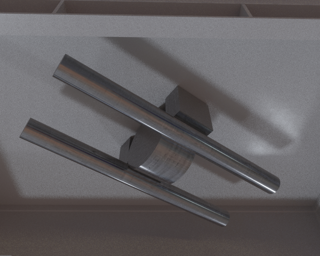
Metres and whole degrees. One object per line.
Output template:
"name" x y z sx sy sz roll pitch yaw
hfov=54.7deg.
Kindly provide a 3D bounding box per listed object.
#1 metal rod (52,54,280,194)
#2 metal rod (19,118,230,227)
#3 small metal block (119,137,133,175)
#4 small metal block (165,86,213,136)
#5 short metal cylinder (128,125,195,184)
"metal rod" 0.027 0.008 0.349 0.301 0.025 0.025 29 124 -23
"metal rod" -0.027 0.067 0.400 0.301 0.025 0.025 29 124 -23
"small metal block" -0.029 0.048 0.431 0.050 0.050 0.025 30 124 -23
"small metal block" 0.034 -0.017 0.376 0.050 0.050 0.025 30 124 -23
"short metal cylinder" 0.002 0.025 0.392 0.050 0.080 0.080 30 124 -23
